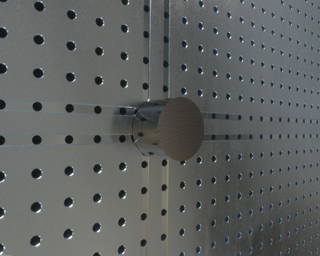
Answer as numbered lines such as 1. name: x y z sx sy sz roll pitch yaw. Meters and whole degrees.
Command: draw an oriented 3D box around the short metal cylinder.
1. short metal cylinder: 0.012 0.001 0.404 0.081 0.050 0.079 0 90 -40
